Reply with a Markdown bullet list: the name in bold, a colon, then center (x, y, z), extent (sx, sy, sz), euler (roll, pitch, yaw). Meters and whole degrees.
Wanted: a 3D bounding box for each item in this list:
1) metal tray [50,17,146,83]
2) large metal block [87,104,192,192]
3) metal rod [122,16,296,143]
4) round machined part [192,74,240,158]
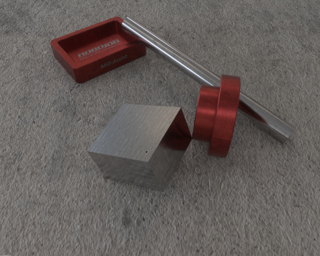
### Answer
- **metal tray**: center (-0.099, -0.132, 0.510), extent (0.131, 0.030, 0.090), euler (-30, 56, -23)
- **large metal block**: center (-0.020, 0.019, 0.355), extent (0.080, 0.050, 0.080), euler (6, 47, 31)
- **metal rod**: center (0.057, -0.079, 0.447), extent (0.300, 0.025, 0.025), euler (39, 60, 20)
- **round machined part**: center (0.065, -0.016, 0.370), extent (0.042, 0.097, 0.098), euler (10, 51, 8)
